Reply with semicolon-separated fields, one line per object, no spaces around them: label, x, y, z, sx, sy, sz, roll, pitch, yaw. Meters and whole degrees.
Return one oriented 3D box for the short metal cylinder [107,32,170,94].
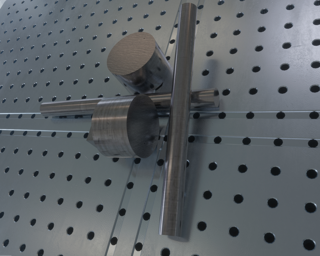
short metal cylinder;-0.032;-0.098;0.469;0.080;0.050;0.080;-13;56;21

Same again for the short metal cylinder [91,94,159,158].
short metal cylinder;-0.042;-0.002;0.396;0.050;0.080;0.080;-2;61;27

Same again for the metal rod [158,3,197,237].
metal rod;0.025;-0.025;0.381;0.025;0.025;0.299;-4;69;26

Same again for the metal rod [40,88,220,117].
metal rod;-0.062;-0.035;0.462;0.300;0.025;0.025;-2;61;27

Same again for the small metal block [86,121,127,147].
small metal block;-0.069;0.006;0.425;0.025;0.050;0.050;-2;61;27
